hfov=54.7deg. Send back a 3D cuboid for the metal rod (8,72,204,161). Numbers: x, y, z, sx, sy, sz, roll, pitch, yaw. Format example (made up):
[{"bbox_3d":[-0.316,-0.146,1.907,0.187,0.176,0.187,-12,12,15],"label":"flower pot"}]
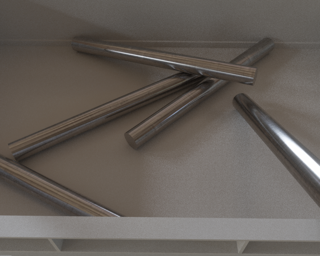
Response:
[{"bbox_3d":[-0.052,-0.031,0.430,0.302,0.025,0.025,-26,55,-20],"label":"metal rod"}]

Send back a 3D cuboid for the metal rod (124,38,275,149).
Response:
[{"bbox_3d":[0.073,-0.062,0.457,0.302,0.025,0.025,-36,59,-26],"label":"metal rod"}]

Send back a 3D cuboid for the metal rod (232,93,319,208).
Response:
[{"bbox_3d":[0.120,0.016,0.300,0.025,0.025,0.300,-1,21,-1],"label":"metal rod"}]

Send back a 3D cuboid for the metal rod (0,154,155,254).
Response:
[{"bbox_3d":[-0.146,0.061,0.352,0.301,0.025,0.025,21,53,17],"label":"metal rod"}]

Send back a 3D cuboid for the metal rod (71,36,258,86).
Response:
[{"bbox_3d":[-0.007,-0.106,0.468,0.301,0.025,0.025,16,51,22],"label":"metal rod"}]
